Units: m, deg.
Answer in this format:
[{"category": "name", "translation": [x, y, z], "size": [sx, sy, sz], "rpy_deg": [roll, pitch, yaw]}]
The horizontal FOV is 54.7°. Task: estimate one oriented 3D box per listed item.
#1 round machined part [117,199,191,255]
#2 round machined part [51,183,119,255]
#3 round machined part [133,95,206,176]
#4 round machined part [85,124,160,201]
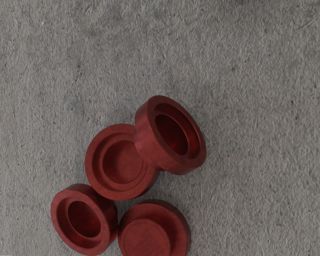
[{"category": "round machined part", "translation": [-0.012, 0.146, 0.404], "size": [0.098, 0.042, 0.097], "rpy_deg": [0, 90, 20]}, {"category": "round machined part", "translation": [-0.098, 0.120, 0.425], "size": [0.098, 0.042, 0.097], "rpy_deg": [8, 109, 24]}, {"category": "round machined part", "translation": [0.007, 0.013, 0.370], "size": [0.042, 0.099, 0.098], "rpy_deg": [-37, 78, 32]}, {"category": "round machined part", "translation": [-0.045, 0.046, 0.410], "size": [0.098, 0.042, 0.098], "rpy_deg": [-3, 79, 16]}]
